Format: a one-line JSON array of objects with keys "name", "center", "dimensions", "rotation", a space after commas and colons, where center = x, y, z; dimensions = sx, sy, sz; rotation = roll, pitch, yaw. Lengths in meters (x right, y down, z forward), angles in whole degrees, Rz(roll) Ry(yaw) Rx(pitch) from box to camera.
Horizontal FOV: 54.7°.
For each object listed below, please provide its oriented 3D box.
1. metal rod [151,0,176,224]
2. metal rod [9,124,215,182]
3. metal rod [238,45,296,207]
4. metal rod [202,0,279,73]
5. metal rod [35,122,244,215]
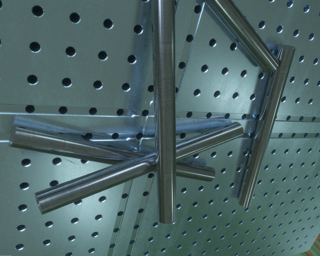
[{"name": "metal rod", "center": [0.006, -0.022, 0.361], "dimensions": [0.025, 0.025, 0.298], "rotation": [-10, 110, -24]}, {"name": "metal rod", "center": [-0.038, 0.041, 0.417], "dimensions": [0.302, 0.025, 0.025], "rotation": [16, 110, -35]}, {"name": "metal rod", "center": [0.170, 0.013, 0.515], "dimensions": [0.025, 0.025, 0.298], "rotation": [-10, 123, -24]}, {"name": "metal rod", "center": [0.059, -0.152, 0.351], "dimensions": [0.301, 0.025, 0.025], "rotation": [32, 100, -39]}, {"name": "metal rod", "center": [-0.005, 0.042, 0.407], "dimensions": [0.302, 0.025, 0.025], "rotation": [-18, 126, -29]}]
